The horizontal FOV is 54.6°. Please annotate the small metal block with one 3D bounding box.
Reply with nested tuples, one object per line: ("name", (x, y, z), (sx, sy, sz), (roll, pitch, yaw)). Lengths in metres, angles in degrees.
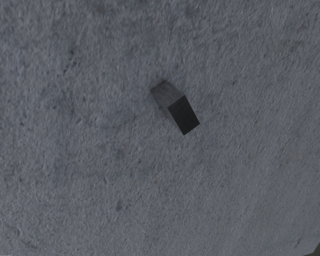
("small metal block", (0.018, -0.026, 0.384), (0.025, 0.050, 0.050), (-36, 129, -4))
